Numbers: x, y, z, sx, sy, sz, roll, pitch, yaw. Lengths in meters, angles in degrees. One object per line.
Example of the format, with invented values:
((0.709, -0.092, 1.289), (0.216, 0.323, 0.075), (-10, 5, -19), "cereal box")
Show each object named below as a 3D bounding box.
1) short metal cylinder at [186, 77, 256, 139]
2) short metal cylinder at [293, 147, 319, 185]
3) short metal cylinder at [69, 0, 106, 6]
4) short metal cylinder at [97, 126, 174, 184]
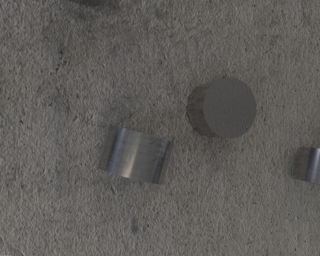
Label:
((0.084, -0.026, 0.426), (0.081, 0.050, 0.080), (0, 90, -20), "short metal cylinder")
((0.249, 0.062, 0.472), (0.081, 0.080, 0.050), (15, 85, -20), "short metal cylinder")
((-0.092, -0.181, 0.345), (0.081, 0.080, 0.050), (18, 84, -19), "short metal cylinder")
((-0.029, 0.032, 0.369), (0.081, 0.080, 0.050), (17, 85, -19), "short metal cylinder")
